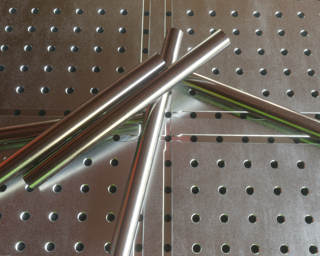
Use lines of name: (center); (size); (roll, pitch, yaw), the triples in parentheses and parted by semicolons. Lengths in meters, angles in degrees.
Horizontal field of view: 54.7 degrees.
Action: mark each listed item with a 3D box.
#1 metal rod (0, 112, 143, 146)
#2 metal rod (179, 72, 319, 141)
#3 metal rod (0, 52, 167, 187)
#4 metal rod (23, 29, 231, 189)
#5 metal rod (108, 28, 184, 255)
metal rod: (-0.172, 0.005, 0.407); (0.302, 0.025, 0.025); (-9, 70, -4)
metal rod: (0.159, -0.020, 0.420); (0.301, 0.025, 0.025); (23, 72, 7)
metal rod: (-0.120, 0.002, 0.385); (0.301, 0.025, 0.025); (-36, 74, -3)
metal rod: (-0.041, -0.023, 0.385); (0.301, 0.025, 0.025); (-36, 74, 0)
metal rod: (-0.013, 0.007, 0.396); (0.025, 0.025, 0.299); (13, 75, 4)
